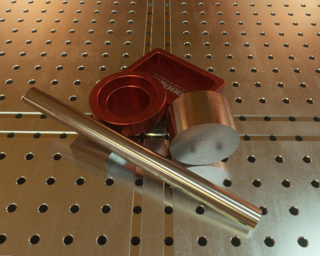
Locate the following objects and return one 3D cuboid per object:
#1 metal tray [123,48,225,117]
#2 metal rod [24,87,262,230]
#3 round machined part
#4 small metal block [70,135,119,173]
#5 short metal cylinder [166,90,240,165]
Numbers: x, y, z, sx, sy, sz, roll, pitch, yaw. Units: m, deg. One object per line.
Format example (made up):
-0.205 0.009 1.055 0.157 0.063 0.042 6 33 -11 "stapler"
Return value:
0.017 -0.063 0.457 0.130 0.030 0.090 32 56 24 "metal tray"
-0.028 0.029 0.356 0.301 0.025 0.025 28 55 10 "metal rod"
-0.041 -0.028 0.409 0.099 0.042 0.098 -1 50 1 "round machined part"
-0.075 0.022 0.389 0.050 0.025 0.050 22 53 17 "small metal block"
0.049 0.001 0.370 0.081 0.080 0.050 -3 50 -3 "short metal cylinder"
